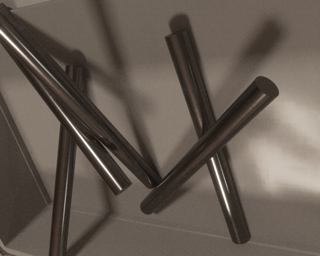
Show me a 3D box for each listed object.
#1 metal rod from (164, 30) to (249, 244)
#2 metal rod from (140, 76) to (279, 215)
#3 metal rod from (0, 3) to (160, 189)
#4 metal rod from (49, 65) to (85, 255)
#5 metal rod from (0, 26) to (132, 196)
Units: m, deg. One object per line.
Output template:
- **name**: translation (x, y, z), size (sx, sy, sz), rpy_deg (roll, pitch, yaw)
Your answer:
- **metal rod**: translation (0.066, 0.027, 0.389), size (0.025, 0.025, 0.298), rpy_deg (-7, 115, 31)
- **metal rod**: translation (0.038, 0.045, 0.387), size (0.025, 0.025, 0.298), rpy_deg (38, 138, 2)
- **metal rod**: translation (-0.078, -0.010, 0.365), size (0.025, 0.025, 0.300), rpy_deg (-5, 140, 30)
- **metal rod**: translation (-0.136, 0.061, 0.446), size (0.025, 0.025, 0.298), rpy_deg (13, 102, 21)
- **metal rod**: translation (-0.138, -0.038, 0.405), size (0.300, 0.025, 0.025), rpy_deg (50, 130, 12)
